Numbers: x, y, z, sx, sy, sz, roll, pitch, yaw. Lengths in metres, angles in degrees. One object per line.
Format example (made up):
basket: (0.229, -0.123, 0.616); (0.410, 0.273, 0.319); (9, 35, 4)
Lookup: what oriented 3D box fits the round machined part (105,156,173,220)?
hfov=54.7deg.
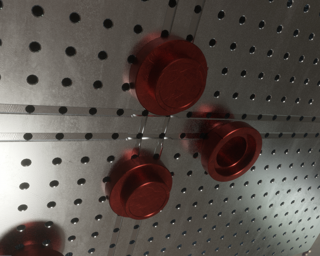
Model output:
round machined part: (-0.025, 0.092, 0.445); (0.099, 0.042, 0.097); (-14, 125, -21)

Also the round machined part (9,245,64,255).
round machined part: (-0.179, 0.202, 0.428); (0.099, 0.042, 0.097); (-14, 125, -21)

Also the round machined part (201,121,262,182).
round machined part: (0.105, 0.032, 0.480); (0.099, 0.042, 0.097); (-14, 125, -21)

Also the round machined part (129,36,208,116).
round machined part: (0.016, -0.058, 0.375); (0.099, 0.042, 0.097); (-14, 124, -21)
